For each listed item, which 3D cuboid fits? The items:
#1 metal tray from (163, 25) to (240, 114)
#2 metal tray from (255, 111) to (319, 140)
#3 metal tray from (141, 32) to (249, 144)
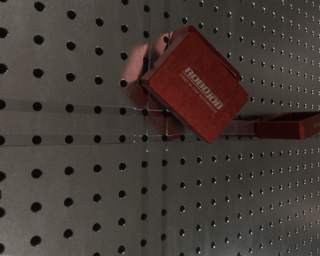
[{"bbox_3d":[0.061,-0.075,0.459,0.130,0.030,0.090,33,70,-35],"label":"metal tray"},{"bbox_3d":[0.254,-0.007,0.583,0.131,0.090,0.030,-14,99,-39],"label":"metal tray"},{"bbox_3d":[0.050,-0.052,0.419,0.130,0.030,0.090,42,84,-25],"label":"metal tray"}]
